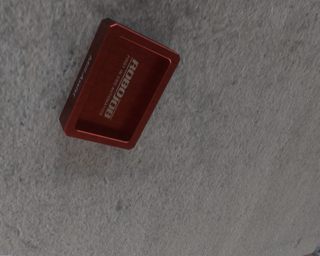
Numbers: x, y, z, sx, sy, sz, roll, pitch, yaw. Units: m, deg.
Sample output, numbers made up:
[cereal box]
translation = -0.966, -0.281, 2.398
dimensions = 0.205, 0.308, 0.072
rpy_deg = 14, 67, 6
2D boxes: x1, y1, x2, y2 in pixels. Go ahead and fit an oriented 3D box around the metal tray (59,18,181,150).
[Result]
[metal tray]
translation = -0.046, -0.044, 0.350
dimensions = 0.091, 0.030, 0.129
rpy_deg = 17, 110, -35
